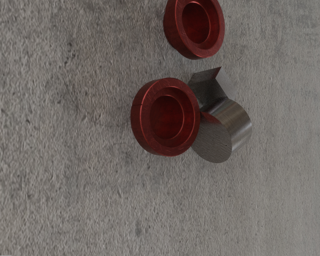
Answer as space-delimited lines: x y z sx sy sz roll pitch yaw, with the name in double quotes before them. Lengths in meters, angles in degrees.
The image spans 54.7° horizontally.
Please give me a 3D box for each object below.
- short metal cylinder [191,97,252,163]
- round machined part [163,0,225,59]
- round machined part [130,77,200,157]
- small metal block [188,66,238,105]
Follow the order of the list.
"short metal cylinder" 0.082 0.003 0.440 0.050 0.080 0.080 -32 111 -36
"round machined part" 0.043 -0.144 0.432 0.099 0.042 0.097 0 90 -40
"round machined part" 0.002 -0.014 0.397 0.099 0.042 0.097 0 90 -39
"small metal block" 0.077 -0.059 0.455 0.050 0.050 0.025 49 56 -29
